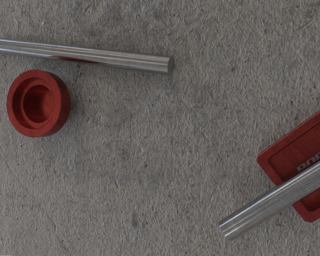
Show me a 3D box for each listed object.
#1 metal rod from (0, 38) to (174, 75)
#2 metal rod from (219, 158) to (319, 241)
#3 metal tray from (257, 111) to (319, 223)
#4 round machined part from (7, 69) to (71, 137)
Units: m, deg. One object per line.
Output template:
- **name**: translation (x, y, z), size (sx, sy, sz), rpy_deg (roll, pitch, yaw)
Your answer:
- **metal rod**: translation (-0.125, -0.108, 0.453), size (0.301, 0.025, 0.025), rpy_deg (11, 94, 19)
- **metal rod**: translation (0.188, 0.028, 0.310), size (0.300, 0.025, 0.025), rpy_deg (-38, 78, 16)
- **metal tray**: translation (0.187, 0.030, 0.340), size (0.130, 0.030, 0.090), rpy_deg (-40, 78, 15)
- **round machined part**: translation (-0.174, -0.035, 0.461), size (0.098, 0.042, 0.097), rpy_deg (0, 90, 20)
